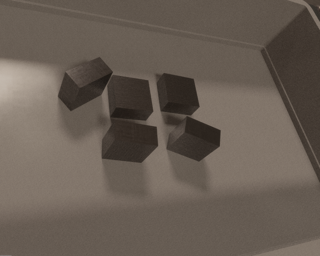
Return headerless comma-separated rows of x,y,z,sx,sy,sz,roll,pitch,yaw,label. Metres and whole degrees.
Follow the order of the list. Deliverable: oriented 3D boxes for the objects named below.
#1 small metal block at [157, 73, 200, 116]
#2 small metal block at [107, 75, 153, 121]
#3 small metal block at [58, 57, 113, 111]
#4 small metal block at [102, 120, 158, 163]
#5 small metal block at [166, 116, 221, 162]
0.026,-0.049,0.451,0.050,0.025,0.050,7,59,-25,small metal block
-0.040,-0.039,0.409,0.050,0.025,0.050,5,60,-26,small metal block
-0.091,-0.053,0.374,0.025,0.050,0.050,49,51,5,small metal block
-0.036,0.017,0.361,0.050,0.050,0.025,9,58,-24,small metal block
0.044,0.016,0.405,0.050,0.050,0.025,22,54,-16,small metal block
